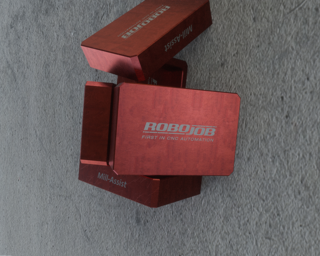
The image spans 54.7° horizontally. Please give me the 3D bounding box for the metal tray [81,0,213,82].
[{"bbox_3d":[-0.013,-0.109,0.355,0.090,0.131,0.030,22,145,37],"label":"metal tray"}]

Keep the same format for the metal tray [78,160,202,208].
[{"bbox_3d":[-0.026,0.058,0.383,0.130,0.091,0.030,9,96,39],"label":"metal tray"}]

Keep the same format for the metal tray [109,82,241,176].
[{"bbox_3d":[0.016,0.003,0.326,0.030,0.131,0.089,-162,76,-72],"label":"metal tray"}]

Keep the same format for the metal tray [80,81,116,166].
[{"bbox_3d":[-0.064,-0.009,0.394,0.030,0.130,0.089,5,94,3],"label":"metal tray"}]

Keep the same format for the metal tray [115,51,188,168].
[{"bbox_3d":[-0.010,-0.021,0.370,0.030,0.091,0.129,9,96,39],"label":"metal tray"}]
